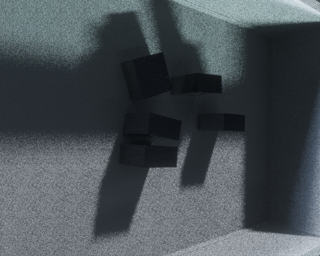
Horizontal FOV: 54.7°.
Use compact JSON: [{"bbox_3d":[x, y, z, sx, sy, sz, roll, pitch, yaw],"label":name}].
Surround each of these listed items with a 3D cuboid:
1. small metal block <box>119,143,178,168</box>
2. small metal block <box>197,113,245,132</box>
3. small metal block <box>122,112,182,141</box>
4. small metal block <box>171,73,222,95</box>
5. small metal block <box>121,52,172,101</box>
[{"bbox_3d":[-0.014,0.034,0.380,0.050,0.050,0.025,5,87,-40],"label":"small metal block"},{"bbox_3d":[0.093,-0.008,0.471,0.050,0.050,0.025,3,89,-40],"label":"small metal block"},{"bbox_3d":[-0.010,-0.001,0.384,0.050,0.050,0.025,13,82,-40],"label":"small metal block"},{"bbox_3d":[0.051,-0.060,0.435,0.050,0.050,0.025,-3,92,-40],"label":"small metal block"},{"bbox_3d":[-0.016,-0.066,0.395,0.050,0.025,0.050,-24,106,-38],"label":"small metal block"}]
